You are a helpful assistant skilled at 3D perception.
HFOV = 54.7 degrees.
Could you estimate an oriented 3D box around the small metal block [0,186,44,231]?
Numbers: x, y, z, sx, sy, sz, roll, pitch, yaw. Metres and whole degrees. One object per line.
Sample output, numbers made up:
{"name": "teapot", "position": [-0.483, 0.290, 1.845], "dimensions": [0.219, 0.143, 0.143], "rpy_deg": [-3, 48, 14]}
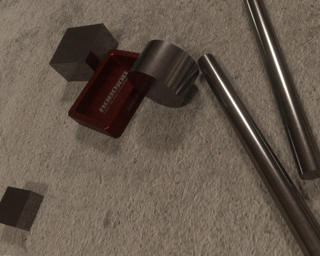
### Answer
{"name": "small metal block", "position": [-0.200, 0.113, 0.437], "dimensions": [0.050, 0.025, 0.050], "rpy_deg": [2, 63, 29]}

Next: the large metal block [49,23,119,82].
{"name": "large metal block", "position": [-0.129, -0.128, 0.532], "dimensions": [0.080, 0.050, 0.080], "rpy_deg": [3, 63, 29]}

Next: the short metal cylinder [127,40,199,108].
{"name": "short metal cylinder", "position": [0.004, -0.069, 0.408], "dimensions": [0.080, 0.080, 0.050], "rpy_deg": [20, 72, 35]}

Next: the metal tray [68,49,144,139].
{"name": "metal tray", "position": [-0.069, -0.056, 0.469], "dimensions": [0.090, 0.030, 0.130], "rpy_deg": [19, 71, 34]}

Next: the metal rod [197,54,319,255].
{"name": "metal rod", "position": [0.105, 0.020, 0.335], "dimensions": [0.025, 0.025, 0.299], "rpy_deg": [-28, 52, 10]}

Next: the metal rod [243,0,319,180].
{"name": "metal rod", "position": [0.140, -0.081, 0.379], "dimensions": [0.025, 0.025, 0.299], "rpy_deg": [-16, 55, 19]}
